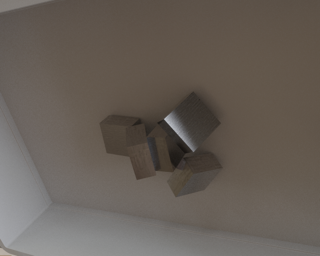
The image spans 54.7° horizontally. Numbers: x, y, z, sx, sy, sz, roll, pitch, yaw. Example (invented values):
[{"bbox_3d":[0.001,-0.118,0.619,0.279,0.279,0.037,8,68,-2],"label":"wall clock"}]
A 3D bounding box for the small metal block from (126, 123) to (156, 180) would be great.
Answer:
[{"bbox_3d":[-0.025,0.029,0.397,0.025,0.050,0.050,-14,119,-1],"label":"small metal block"}]

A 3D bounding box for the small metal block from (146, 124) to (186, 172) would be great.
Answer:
[{"bbox_3d":[0.010,0.021,0.397,0.025,0.050,0.050,1,119,27],"label":"small metal block"}]

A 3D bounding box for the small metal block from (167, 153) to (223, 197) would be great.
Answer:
[{"bbox_3d":[0.044,0.061,0.400,0.025,0.050,0.050,58,136,32],"label":"small metal block"}]

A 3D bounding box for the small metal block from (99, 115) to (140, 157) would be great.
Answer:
[{"bbox_3d":[-0.053,0.012,0.438,0.050,0.025,0.050,6,121,24],"label":"small metal block"}]

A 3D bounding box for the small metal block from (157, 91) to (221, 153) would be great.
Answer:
[{"bbox_3d":[0.034,-0.006,0.364,0.050,0.050,0.025,48,161,-6],"label":"small metal block"}]
